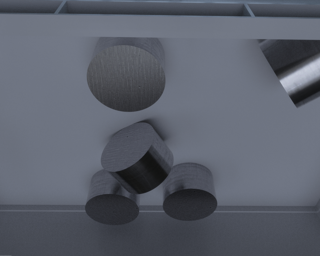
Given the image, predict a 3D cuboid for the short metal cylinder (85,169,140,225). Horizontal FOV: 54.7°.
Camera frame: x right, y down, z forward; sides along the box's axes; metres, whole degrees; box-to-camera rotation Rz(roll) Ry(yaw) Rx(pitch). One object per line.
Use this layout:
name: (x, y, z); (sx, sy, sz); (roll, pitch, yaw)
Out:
short metal cylinder: (-0.072, 0.107, 0.483); (0.081, 0.050, 0.079); (0, 130, 0)

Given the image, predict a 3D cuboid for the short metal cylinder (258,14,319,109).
short metal cylinder: (0.144, -0.067, 0.317); (0.050, 0.080, 0.080); (-31, 124, 23)

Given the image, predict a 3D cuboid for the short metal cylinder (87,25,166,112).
short metal cylinder: (-0.035, -0.064, 0.337); (0.081, 0.050, 0.079); (0, 130, 0)

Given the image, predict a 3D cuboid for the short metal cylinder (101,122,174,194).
short metal cylinder: (-0.029, 0.039, 0.406); (0.080, 0.080, 0.050); (-23, 126, 18)

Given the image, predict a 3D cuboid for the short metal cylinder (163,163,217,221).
short metal cylinder: (0.044, 0.099, 0.477); (0.081, 0.050, 0.079); (0, 130, 0)
